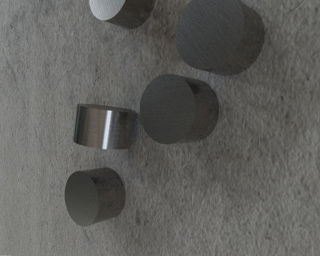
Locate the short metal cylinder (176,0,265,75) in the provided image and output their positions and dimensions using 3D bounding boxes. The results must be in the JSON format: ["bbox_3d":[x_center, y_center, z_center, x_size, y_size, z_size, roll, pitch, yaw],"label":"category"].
[{"bbox_3d":[0.064,-0.100,0.334,0.080,0.050,0.079,0,90,39],"label":"short metal cylinder"}]

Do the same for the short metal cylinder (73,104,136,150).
[{"bbox_3d":[-0.076,-0.003,0.430,0.080,0.081,0.050,13,99,39],"label":"short metal cylinder"}]

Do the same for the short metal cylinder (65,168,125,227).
[{"bbox_3d":[-0.099,0.102,0.468,0.080,0.050,0.079,0,90,39],"label":"short metal cylinder"}]

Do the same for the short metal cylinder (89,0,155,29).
[{"bbox_3d":[-0.053,-0.184,0.430,0.080,0.050,0.079,0,90,39],"label":"short metal cylinder"}]

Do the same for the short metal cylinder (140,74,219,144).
[{"bbox_3d":[0.022,-0.021,0.369,0.080,0.050,0.079,0,90,39],"label":"short metal cylinder"}]
